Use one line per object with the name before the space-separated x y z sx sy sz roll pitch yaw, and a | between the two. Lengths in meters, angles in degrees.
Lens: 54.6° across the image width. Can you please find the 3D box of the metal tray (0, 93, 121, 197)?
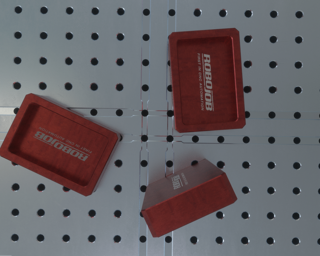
metal tray | -0.129 0.021 0.410 0.130 0.030 0.090 26 90 0

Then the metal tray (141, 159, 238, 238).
metal tray | 0.029 0.075 0.361 0.090 0.130 0.030 -25 90 0

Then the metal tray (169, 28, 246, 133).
metal tray | 0.061 -0.061 0.411 0.090 0.030 0.129 -4 90 0
